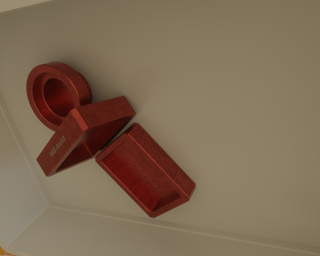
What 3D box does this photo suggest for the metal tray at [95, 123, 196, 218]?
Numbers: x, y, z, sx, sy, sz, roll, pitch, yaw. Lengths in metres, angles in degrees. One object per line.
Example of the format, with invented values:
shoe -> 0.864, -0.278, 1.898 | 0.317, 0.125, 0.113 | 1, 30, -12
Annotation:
metal tray -> -0.023, 0.066, 0.456 | 0.130, 0.030, 0.090 | 47, 129, -6

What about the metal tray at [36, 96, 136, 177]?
metal tray -> -0.101, 0.012, 0.422 | 0.129, 0.091, 0.030 | -43, 77, 39

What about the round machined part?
round machined part -> -0.135, -0.045, 0.434 | 0.098, 0.042, 0.097 | 12, 118, 25
